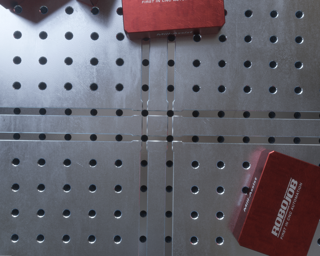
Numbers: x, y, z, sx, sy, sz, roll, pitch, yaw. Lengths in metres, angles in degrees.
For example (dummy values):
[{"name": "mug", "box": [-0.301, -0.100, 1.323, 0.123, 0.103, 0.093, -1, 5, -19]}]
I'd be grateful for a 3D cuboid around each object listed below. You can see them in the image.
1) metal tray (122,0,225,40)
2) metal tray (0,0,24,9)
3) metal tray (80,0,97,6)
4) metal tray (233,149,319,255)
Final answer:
[{"name": "metal tray", "box": [0.016, -0.170, 0.411, 0.131, 0.030, 0.090, -4, 90, 0]}, {"name": "metal tray", "box": [-0.163, -0.209, 0.379, 0.130, 0.090, 0.030, -35, 90, 0]}, {"name": "metal tray", "box": [-0.077, -0.230, 0.380, 0.030, 0.090, 0.130, 24, 90, 0]}, {"name": "metal tray", "box": [0.162, 0.103, 0.412, 0.090, 0.030, 0.129, 20, 90, 0]}]
